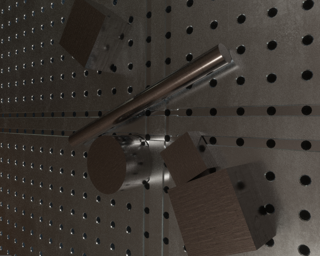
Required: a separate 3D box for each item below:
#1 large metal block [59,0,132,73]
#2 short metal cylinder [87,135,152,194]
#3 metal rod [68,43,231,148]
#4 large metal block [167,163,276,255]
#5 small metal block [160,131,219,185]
[{"bbox_3d":[-0.100,-0.142,0.473,0.080,0.050,0.080,43,116,31],"label":"large metal block"},{"bbox_3d":[-0.058,0.050,0.438,0.080,0.050,0.079,0,90,39],"label":"short metal cylinder"},{"bbox_3d":[-0.035,-0.031,0.436,0.299,0.025,0.025,-26,74,36],"label":"metal rod"},{"bbox_3d":[0.065,0.092,0.338,0.080,0.050,0.080,-29,72,36],"label":"large metal block"},{"bbox_3d":[0.035,0.038,0.379,0.050,0.025,0.050,-40,66,32],"label":"small metal block"}]
